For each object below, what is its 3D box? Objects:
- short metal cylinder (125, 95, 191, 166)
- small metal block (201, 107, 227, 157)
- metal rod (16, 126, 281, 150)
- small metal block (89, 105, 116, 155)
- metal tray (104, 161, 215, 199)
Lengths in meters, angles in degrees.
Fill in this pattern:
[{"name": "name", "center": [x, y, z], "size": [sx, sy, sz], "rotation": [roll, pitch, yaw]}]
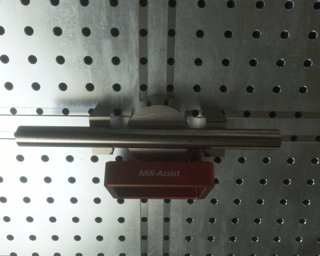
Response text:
[{"name": "short metal cylinder", "center": [-0.002, 0.002, 0.400], "size": [0.081, 0.050, 0.079], "rotation": [0, 110, 0]}, {"name": "small metal block", "center": [0.068, 0.004, 0.402], "size": [0.025, 0.050, 0.050], "rotation": [-1, 110, 0]}, {"name": "metal rod", "center": [-0.013, 0.012, 0.364], "size": [0.302, 0.025, 0.025], "rotation": [1, 110, 0]}, {"name": "small metal block", "center": [-0.072, 0.001, 0.400], "size": [0.025, 0.050, 0.050], "rotation": [-1, 110, 0]}, {"name": "metal tray", "center": [-0.001, 0.071, 0.407], "size": [0.131, 0.090, 0.030], "rotation": [0, 67, 0]}]
